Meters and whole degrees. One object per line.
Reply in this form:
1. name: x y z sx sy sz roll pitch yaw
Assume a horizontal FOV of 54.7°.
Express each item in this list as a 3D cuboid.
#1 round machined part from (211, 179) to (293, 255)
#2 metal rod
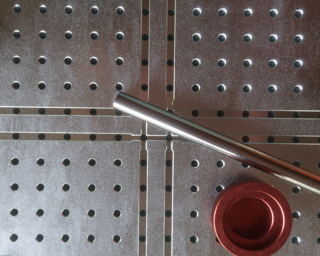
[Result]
1. round machined part: 0.116 0.115 0.406 0.099 0.042 0.097 0 90 0
2. metal rod: 0.081 0.021 0.413 0.301 0.025 0.025 23 90 0
